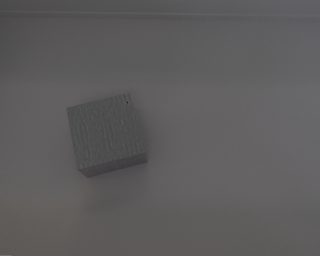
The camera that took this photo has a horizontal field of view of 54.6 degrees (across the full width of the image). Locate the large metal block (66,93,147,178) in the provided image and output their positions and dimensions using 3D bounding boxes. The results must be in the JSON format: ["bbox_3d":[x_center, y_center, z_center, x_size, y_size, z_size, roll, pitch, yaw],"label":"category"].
[{"bbox_3d":[-0.065,0.010,0.392,0.080,0.050,0.080,-14,71,-5],"label":"large metal block"}]
